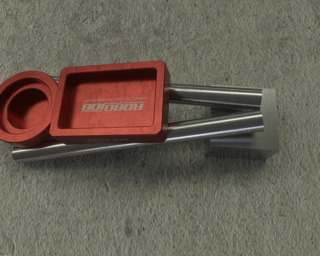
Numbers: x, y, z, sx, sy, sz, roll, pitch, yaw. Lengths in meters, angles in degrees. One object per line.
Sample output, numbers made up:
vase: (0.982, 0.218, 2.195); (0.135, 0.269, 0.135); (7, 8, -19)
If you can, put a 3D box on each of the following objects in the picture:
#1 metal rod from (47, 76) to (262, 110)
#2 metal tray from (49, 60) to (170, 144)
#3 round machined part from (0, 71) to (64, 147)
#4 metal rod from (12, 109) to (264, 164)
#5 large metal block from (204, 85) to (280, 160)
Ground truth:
metal rod: (-0.029, -0.047, 0.392); (0.301, 0.025, 0.025); (6, 70, 15)
metal tray: (-0.056, -0.029, 0.361); (0.131, 0.030, 0.090); (-1, 69, 12)
round machined part: (-0.165, -0.021, 0.400); (0.098, 0.042, 0.098); (-3, 69, 9)
metal rod: (-0.034, 0.012, 0.370); (0.301, 0.025, 0.025); (-8, 70, 10)
large metal block: (0.101, -0.006, 0.398); (0.081, 0.050, 0.080); (4, 70, 1)
